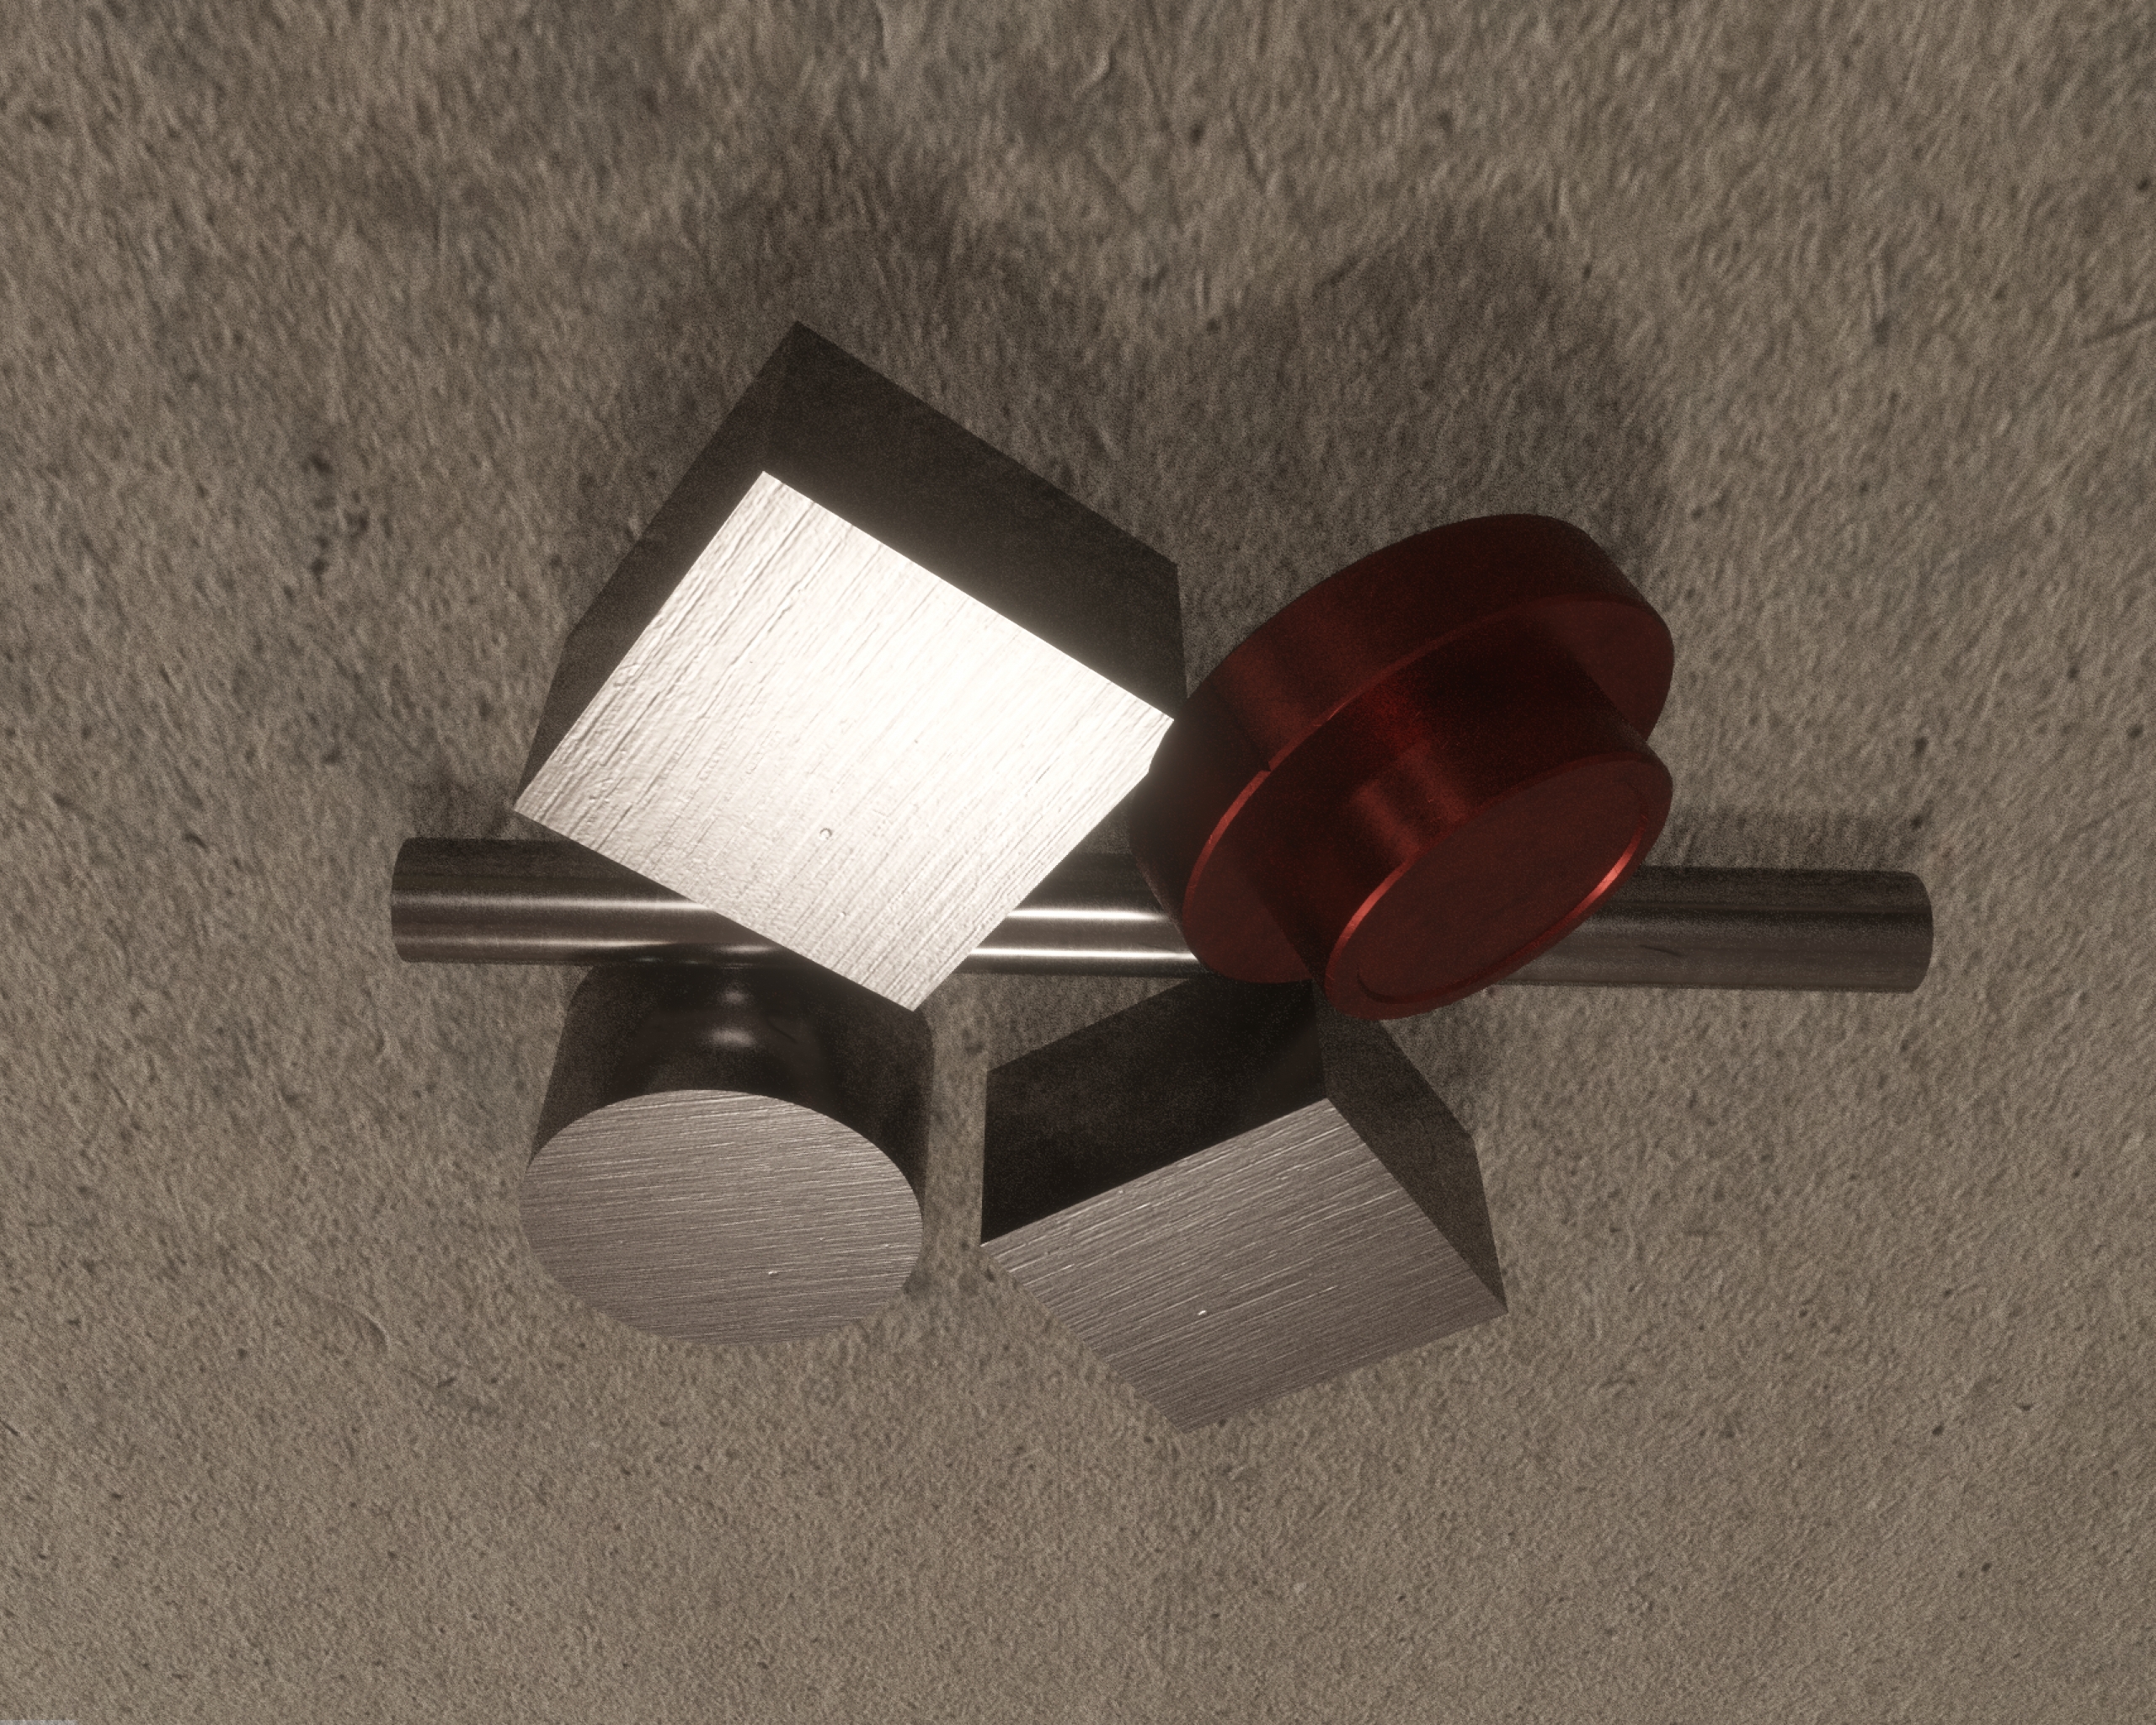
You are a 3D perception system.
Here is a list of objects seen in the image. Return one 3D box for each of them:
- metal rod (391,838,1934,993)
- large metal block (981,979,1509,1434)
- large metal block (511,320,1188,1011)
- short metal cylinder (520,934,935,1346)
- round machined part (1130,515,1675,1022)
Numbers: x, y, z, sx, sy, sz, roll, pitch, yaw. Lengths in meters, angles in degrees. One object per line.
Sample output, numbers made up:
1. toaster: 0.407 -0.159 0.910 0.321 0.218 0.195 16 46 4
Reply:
1. metal rod: 0.018 0.011 0.420 0.302 0.025 0.025 1 130 -2
2. large metal block: 0.036 0.071 0.453 0.080 0.050 0.080 -26 126 20
3. large metal block: -0.038 -0.031 0.362 0.080 0.050 0.080 30 124 -23
4. short metal cylinder: -0.072 0.057 0.440 0.081 0.050 0.079 0 130 0
5. round machined part: 0.062 -0.009 0.360 0.099 0.042 0.098 -23 150 -14
